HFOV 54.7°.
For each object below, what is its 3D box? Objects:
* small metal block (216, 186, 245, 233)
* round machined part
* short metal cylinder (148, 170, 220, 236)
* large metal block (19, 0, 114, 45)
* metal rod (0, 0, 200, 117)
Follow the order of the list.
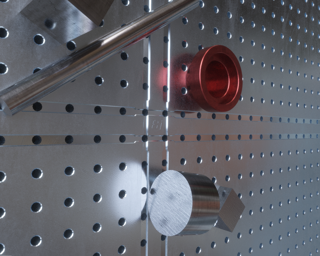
[{"bbox_3d":[0.107,0.131,0.502,0.050,0.025,0.050,-52,121,-27],"label":"small metal block"},{"bbox_3d":[0.078,-0.072,0.466,0.099,0.042,0.097,0,90,-40],"label":"round machined part"},{"bbox_3d":[0.030,0.097,0.401,0.050,0.080,0.080,15,81,-40],"label":"short metal cylinder"},{"bbox_3d":[-0.082,-0.137,0.305,0.050,0.080,0.080,37,67,-34],"label":"large metal block"},{"bbox_3d":[-0.049,-0.104,0.369,0.302,0.025,0.025,-41,115,-33],"label":"metal rod"}]
